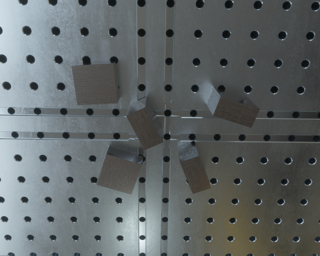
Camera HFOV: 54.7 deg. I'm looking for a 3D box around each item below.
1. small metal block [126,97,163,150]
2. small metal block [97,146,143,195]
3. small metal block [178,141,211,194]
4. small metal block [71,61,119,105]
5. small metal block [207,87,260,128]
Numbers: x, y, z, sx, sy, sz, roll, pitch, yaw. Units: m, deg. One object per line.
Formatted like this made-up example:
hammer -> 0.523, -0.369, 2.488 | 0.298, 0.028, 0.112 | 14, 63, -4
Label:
small metal block -> -0.018, -0.007, 0.397 | 0.025, 0.050, 0.050 | -24, 109, 8
small metal block -> -0.056, 0.060, 0.435 | 0.050, 0.025, 0.050 | 18, 109, -7
small metal block -> 0.046, 0.052, 0.420 | 0.025, 0.050, 0.050 | -20, 109, 7
small metal block -> -0.080, -0.057, 0.391 | 0.050, 0.025, 0.050 | -3, 110, 0
small metal block -> 0.091, -0.027, 0.391 | 0.050, 0.050, 0.025 | 17, 109, -7
